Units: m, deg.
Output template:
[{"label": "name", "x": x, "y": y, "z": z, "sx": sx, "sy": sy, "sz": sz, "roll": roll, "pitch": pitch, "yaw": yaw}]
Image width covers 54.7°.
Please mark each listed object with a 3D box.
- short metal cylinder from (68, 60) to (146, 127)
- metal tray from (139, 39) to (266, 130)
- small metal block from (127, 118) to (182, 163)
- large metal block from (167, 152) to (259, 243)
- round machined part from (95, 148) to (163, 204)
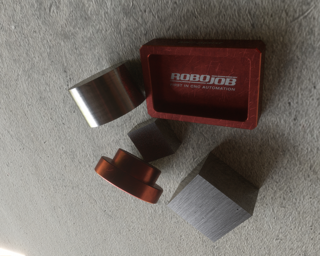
[{"label": "short metal cylinder", "x": -0.064, "y": -0.043, "z": 0.379, "sx": 0.080, "sy": 0.080, "sz": 0.050, "roll": -14, "pitch": 111, "yaw": 34}, {"label": "metal tray", "x": 0.046, "y": -0.051, "z": 0.347, "sx": 0.130, "sy": 0.030, "sz": 0.089, "roll": 8, "pitch": 122, "yaw": 24}, {"label": "small metal block", "x": -0.008, "y": 0.015, "z": 0.420, "sx": 0.050, "sy": 0.025, "sz": 0.050, "roll": -23, "pitch": 106, "yaw": 36}, {"label": "large metal block", "x": 0.069, "y": 0.092, "z": 0.411, "sx": 0.080, "sy": 0.050, "sz": 0.080, "roll": 38, "pitch": 129, "yaw": 2}, {"label": "round machined part", "x": -0.037, "y": 0.062, "z": 0.431, "sx": 0.098, "sy": 0.098, "sz": 0.042, "roll": 28, "pitch": 85, "yaw": 10}]
